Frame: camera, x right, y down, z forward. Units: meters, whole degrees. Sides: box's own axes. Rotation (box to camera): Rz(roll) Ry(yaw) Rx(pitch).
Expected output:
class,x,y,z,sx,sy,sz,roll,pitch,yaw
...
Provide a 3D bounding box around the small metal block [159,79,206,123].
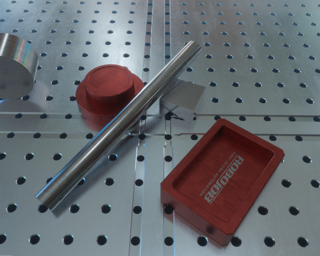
class,x,y,z,sx,sy,sz,roll,pitch,yaw
small metal block,0.032,-0.041,0.442,0.050,0.025,0.050,19,52,15

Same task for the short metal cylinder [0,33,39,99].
class,x,y,z,sx,sy,sz,roll,pitch,yaw
short metal cylinder,-0.220,-0.087,0.442,0.081,0.080,0.050,-5,51,-4

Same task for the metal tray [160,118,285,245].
class,x,y,z,sx,sy,sz,roll,pitch,yaw
metal tray,0.073,0.055,0.359,0.090,0.030,0.131,31,56,23

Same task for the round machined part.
class,x,y,z,sx,sy,sz,roll,pitch,yaw
round machined part,-0.070,-0.054,0.441,0.099,0.042,0.098,0,50,0

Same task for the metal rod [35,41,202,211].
class,x,y,z,sx,sy,sz,roll,pitch,yaw
metal rod,-0.037,-0.019,0.402,0.025,0.025,0.301,30,62,22
